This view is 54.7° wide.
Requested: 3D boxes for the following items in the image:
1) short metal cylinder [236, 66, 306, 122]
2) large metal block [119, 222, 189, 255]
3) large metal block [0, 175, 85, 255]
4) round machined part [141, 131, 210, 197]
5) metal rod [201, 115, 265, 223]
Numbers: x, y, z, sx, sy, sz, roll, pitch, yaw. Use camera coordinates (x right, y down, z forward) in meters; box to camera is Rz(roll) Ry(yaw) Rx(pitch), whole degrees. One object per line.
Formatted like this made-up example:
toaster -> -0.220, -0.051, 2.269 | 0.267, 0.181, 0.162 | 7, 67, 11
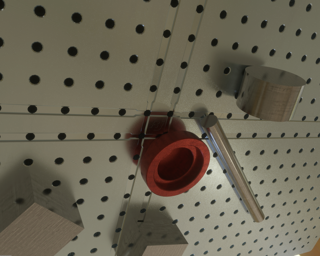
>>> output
short metal cylinder -> 0.152, -0.049, 0.428 | 0.081, 0.080, 0.050 | -6, 121, -26
large metal block -> -0.013, 0.205, 0.515 | 0.081, 0.050, 0.079 | 12, 112, -34
large metal block -> -0.156, 0.119, 0.383 | 0.080, 0.050, 0.080 | -42, 130, 0
round machined part -> 0.018, 0.046, 0.438 | 0.099, 0.042, 0.097 | -14, 124, -21
metal rod -> 0.136, 0.086, 0.538 | 0.025, 0.025, 0.300 | -37, 129, -3
